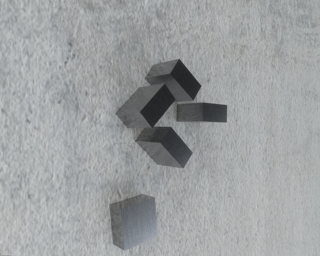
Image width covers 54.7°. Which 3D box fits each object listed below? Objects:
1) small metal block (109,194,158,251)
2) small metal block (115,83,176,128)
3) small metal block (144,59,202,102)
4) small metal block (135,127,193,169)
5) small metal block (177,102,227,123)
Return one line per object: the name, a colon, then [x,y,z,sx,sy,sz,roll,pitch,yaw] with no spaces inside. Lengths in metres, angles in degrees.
small metal block: [-0.032,0.114,0.380,0.050,0.025,0.050,-9,96,-40]
small metal block: [-0.018,-0.026,0.375,0.050,0.050,0.025,-52,121,-28]
small metal block: [0.017,-0.060,0.405,0.050,0.050,0.025,44,63,-31]
small metal block: [0.005,0.024,0.395,0.050,0.050,0.025,49,61,-29]
small metal block: [0.059,-0.021,0.441,0.050,0.050,0.025,1,89,-40]
